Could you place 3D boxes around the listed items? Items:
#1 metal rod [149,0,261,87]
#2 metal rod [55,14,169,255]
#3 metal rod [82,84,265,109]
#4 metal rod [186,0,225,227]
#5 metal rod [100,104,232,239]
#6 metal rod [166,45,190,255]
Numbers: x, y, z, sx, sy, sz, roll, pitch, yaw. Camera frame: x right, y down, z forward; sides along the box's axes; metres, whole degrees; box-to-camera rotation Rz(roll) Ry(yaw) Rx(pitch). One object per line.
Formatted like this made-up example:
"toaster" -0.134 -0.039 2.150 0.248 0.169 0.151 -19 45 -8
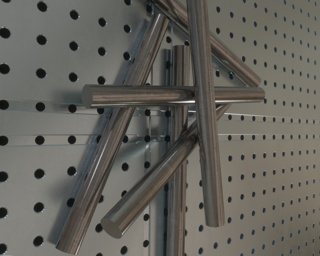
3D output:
"metal rod" 0.061 -0.139 0.458 0.301 0.025 0.025 29 72 -36
"metal rod" -0.049 -0.007 0.367 0.025 0.025 0.299 32 70 -36
"metal rod" 0.043 -0.043 0.408 0.302 0.025 0.025 -5 94 -39
"metal rod" 0.057 -0.027 0.385 0.025 0.025 0.298 -8 95 -40
"metal rod" 0.033 0.021 0.394 0.302 0.025 0.025 -43 117 -45
"metal rod" 0.025 0.037 0.428 0.025 0.025 0.298 3 88 -40
